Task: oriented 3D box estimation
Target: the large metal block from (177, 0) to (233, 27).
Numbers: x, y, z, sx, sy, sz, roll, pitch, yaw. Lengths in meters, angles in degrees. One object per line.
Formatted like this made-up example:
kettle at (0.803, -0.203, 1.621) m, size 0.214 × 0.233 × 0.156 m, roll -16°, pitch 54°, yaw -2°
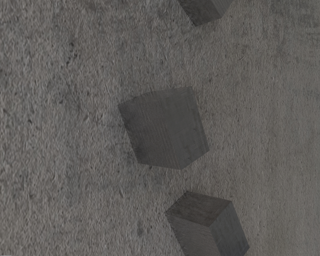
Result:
large metal block at (0.065, -0.208, 0.442) m, size 0.080 × 0.050 × 0.080 m, roll 47°, pitch 62°, yaw -30°

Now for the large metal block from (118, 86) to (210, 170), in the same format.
large metal block at (0.004, -0.001, 0.372) m, size 0.050 × 0.080 × 0.080 m, roll -29°, pitch 108°, yaw -36°

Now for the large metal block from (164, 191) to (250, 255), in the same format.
large metal block at (0.064, 0.139, 0.422) m, size 0.050 × 0.080 × 0.080 m, roll -36°, pitch 113°, yaw -34°
